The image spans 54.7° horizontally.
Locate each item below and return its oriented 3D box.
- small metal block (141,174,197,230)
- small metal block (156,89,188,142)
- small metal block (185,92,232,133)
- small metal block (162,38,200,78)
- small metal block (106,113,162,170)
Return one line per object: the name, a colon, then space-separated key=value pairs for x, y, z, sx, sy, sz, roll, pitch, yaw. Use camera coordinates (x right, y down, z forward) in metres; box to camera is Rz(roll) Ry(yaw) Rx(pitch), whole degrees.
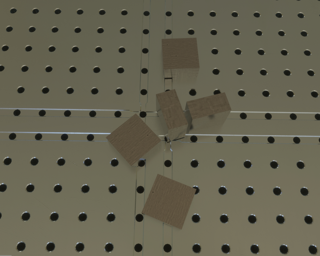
small metal block: x=0.011 y=0.091 z=0.379 sx=0.050 sy=0.025 sz=0.050 roll=21 pitch=71 yaw=7
small metal block: x=0.014 y=-0.015 z=0.404 sx=0.025 sy=0.050 sz=0.050 roll=-17 pitch=71 yaw=-6
small metal block: x=0.061 y=-0.019 z=0.406 sx=0.050 sy=0.050 sz=0.025 roll=-14 pitch=71 yaw=-5
small metal block: x=0.029 y=-0.102 z=0.449 sx=0.050 sy=0.025 sz=0.050 roll=-3 pitch=70 yaw=-2
small metal block: x=-0.034 y=0.018 z=0.405 sx=0.050 sy=0.025 sz=0.050 roll=-40 pitch=75 yaw=-14
